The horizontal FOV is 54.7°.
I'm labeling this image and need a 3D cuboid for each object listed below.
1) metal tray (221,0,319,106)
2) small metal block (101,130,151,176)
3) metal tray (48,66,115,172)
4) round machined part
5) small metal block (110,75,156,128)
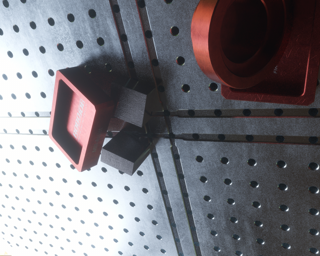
[{"bbox_3d":[0.106,-0.089,0.296,0.090,0.030,0.129,7,122,24],"label":"metal tray"},{"bbox_3d":[-0.049,0.035,0.442,0.050,0.050,0.025,23,127,14],"label":"small metal block"},{"bbox_3d":[-0.118,-0.010,0.445,0.090,0.030,0.129,42,132,23],"label":"metal tray"},{"bbox_3d":[0.066,-0.087,0.269,0.042,0.099,0.097,33,138,49],"label":"round machined part"},{"bbox_3d":[-0.037,-0.035,0.409,0.050,0.025,0.050,22,127,15],"label":"small metal block"}]
